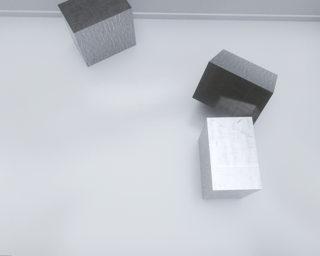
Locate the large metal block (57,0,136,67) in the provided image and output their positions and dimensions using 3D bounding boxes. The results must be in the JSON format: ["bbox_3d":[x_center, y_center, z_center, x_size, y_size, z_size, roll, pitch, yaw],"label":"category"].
[{"bbox_3d":[-0.083,-0.141,0.431,0.080,0.080,0.050,-28,73,-10],"label":"large metal block"}]

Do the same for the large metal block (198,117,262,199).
[{"bbox_3d":[0.078,0.039,0.367,0.050,0.080,0.080,-1,70,-1],"label":"large metal block"}]

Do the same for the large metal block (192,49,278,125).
[{"bbox_3d":[0.098,-0.054,0.396,0.080,0.050,0.080,29,32,10],"label":"large metal block"}]
